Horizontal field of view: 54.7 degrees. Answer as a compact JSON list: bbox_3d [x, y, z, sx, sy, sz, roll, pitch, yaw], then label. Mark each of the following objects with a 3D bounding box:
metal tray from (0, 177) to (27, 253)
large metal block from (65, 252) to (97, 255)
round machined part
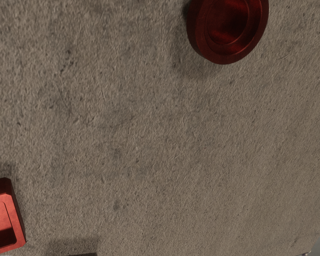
[{"bbox_3d":[-0.229,0.114,0.348,0.131,0.030,0.089,-13,124,-22],"label":"metal tray"},{"bbox_3d":[-0.138,0.240,0.465,0.081,0.050,0.079,8,115,-32],"label":"large metal block"},{"bbox_3d":[0.073,-0.127,0.359,0.099,0.042,0.097,-14,125,-21],"label":"round machined part"}]
